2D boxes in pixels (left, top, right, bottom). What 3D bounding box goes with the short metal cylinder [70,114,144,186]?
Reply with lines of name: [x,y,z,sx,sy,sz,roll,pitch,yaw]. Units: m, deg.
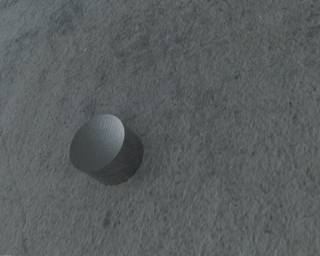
short metal cylinder: [-0.069,0.029,0.405,0.080,0.050,0.080,-13,56,20]
